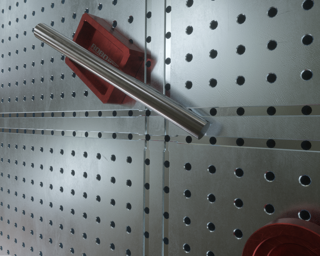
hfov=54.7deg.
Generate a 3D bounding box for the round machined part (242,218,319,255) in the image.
[{"bbox_3d":[0.131,0.134,0.290,0.098,0.042,0.097,0,90,39],"label":"round machined part"}]

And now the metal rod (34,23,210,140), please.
[{"bbox_3d":[-0.065,-0.073,0.420,0.300,0.025,0.025,33,111,21],"label":"metal rod"}]

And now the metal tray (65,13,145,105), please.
[{"bbox_3d":[-0.090,-0.107,0.477,0.130,0.030,0.089,44,116,30],"label":"metal tray"}]
